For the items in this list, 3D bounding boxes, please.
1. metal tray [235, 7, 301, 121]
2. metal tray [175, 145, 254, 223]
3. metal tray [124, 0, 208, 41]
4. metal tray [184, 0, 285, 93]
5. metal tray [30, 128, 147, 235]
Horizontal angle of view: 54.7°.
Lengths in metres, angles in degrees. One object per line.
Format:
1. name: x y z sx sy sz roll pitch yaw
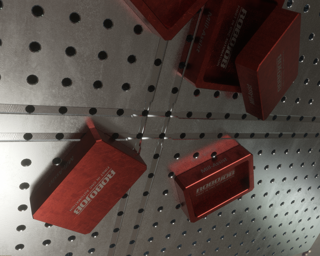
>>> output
1. metal tray: 0.144 -0.077 0.404 0.090 0.030 0.130 -52 148 -9
2. metal tray: 0.095 0.094 0.520 0.131 0.030 0.090 -25 128 -14
3. metal tray: -0.005 -0.163 0.305 0.090 0.030 0.130 -47 130 4
4. metal tray: 0.092 -0.112 0.390 0.091 0.030 0.129 2 117 -30
5. metal tray: -0.092 0.073 0.404 0.130 0.030 0.090 -49 129 6
